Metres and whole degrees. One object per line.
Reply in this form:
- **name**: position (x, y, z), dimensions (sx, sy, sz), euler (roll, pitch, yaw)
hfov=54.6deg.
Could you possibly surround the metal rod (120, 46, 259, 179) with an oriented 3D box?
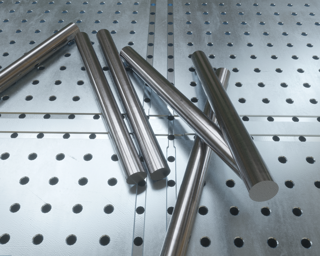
- **metal rod**: position (0.021, -0.038, 0.416), dimensions (0.025, 0.025, 0.300), euler (-25, 47, -19)

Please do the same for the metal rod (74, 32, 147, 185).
- **metal rod**: position (-0.081, -0.049, 0.448), dimensions (0.025, 0.025, 0.300), euler (-17, 52, -14)

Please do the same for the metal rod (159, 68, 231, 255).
- **metal rod**: position (0.052, 0.027, 0.385), dimensions (0.025, 0.025, 0.300), euler (13, 51, 11)

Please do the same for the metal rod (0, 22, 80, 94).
- **metal rod**: position (-0.231, -0.079, 0.473), dimensions (0.025, 0.025, 0.301), euler (25, 54, 19)

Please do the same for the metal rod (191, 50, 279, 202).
- **metal rod**: position (0.075, -0.031, 0.382), dimensions (0.025, 0.025, 0.300), euler (-4, 34, -3)

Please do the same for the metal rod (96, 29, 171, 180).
- **metal rod**: position (-0.049, -0.054, 0.453), dimensions (0.025, 0.025, 0.300), euler (-15, 52, -12)
